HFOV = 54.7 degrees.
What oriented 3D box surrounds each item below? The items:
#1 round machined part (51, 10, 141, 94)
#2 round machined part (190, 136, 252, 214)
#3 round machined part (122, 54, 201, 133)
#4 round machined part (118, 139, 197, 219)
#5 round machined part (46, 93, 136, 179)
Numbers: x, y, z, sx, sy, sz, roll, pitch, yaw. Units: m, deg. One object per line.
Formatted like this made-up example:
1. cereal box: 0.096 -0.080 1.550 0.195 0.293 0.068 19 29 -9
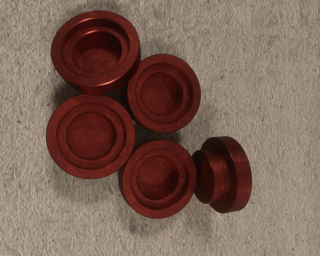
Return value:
1. round machined part: -0.071 -0.083 0.360 0.099 0.042 0.098 -1 71 2
2. round machined part: 0.071 0.060 0.398 0.042 0.098 0.097 -4 92 -20
3. round machined part: 0.000 -0.043 0.401 0.099 0.042 0.097 0 90 -21
4. round machined part: -0.006 0.063 0.399 0.099 0.042 0.097 0 90 -21
5. round machined part: -0.081 0.009 0.367 0.099 0.042 0.097 1 88 -16
